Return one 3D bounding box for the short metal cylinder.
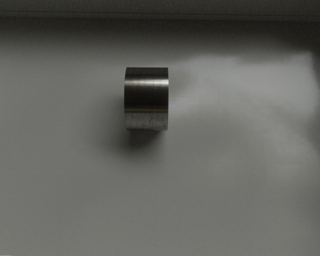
[{"bbox_3d":[-0.016,-0.036,0.391,0.050,0.080,0.080,0,70,0],"label":"short metal cylinder"}]
